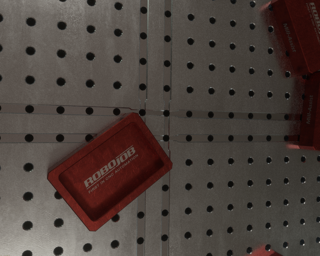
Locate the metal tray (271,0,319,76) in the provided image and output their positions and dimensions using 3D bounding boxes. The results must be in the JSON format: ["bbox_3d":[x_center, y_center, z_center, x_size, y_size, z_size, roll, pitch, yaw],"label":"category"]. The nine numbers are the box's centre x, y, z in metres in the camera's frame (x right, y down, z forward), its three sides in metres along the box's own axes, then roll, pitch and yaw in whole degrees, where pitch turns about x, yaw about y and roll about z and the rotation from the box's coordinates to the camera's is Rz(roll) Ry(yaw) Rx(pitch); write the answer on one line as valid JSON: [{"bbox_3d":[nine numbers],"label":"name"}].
[{"bbox_3d":[0.243,-0.161,0.502,0.091,0.030,0.129,-26,99,-19],"label":"metal tray"}]

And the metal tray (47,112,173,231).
[{"bbox_3d":[-0.060,0.051,0.388,0.131,0.030,0.090,-37,102,-16],"label":"metal tray"}]

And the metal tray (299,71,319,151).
[{"bbox_3d":[0.285,-0.024,0.518,0.091,0.030,0.129,9,87,-20],"label":"metal tray"}]

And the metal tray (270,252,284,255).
[{"bbox_3d":[0.155,0.264,0.470,0.131,0.030,0.090,-25,99,-19],"label":"metal tray"}]
